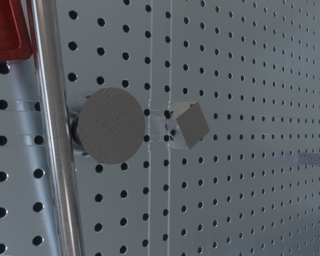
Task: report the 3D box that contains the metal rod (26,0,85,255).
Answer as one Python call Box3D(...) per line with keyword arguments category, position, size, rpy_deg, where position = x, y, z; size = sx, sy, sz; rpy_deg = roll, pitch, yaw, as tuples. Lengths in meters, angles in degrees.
Box3D(category="metal rod", position=(-0.098, 0.025, 0.304), size=(0.025, 0.025, 0.298), rpy_deg=(-13, 105, -39))

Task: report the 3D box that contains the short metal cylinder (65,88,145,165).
Box3D(category="short metal cylinder", position=(-0.063, -0.002, 0.340), size=(0.081, 0.050, 0.080), rpy_deg=(0, 90, -40))

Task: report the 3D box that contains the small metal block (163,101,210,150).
Box3D(category="small metal block", position=(0.039, -0.004, 0.442), size=(0.050, 0.025, 0.050), rpy_deg=(-39, 114, -33))

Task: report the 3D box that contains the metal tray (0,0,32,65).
Box3D(category="metal tray", position=(-0.183, -0.093, 0.252), size=(0.131, 0.030, 0.089), rpy_deg=(-18, 102, -39))

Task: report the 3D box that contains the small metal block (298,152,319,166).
Box3D(category="small metal block", position=(0.339, 0.069, 0.677), size=(0.050, 0.050, 0.025), rpy_deg=(10, 84, -40))
